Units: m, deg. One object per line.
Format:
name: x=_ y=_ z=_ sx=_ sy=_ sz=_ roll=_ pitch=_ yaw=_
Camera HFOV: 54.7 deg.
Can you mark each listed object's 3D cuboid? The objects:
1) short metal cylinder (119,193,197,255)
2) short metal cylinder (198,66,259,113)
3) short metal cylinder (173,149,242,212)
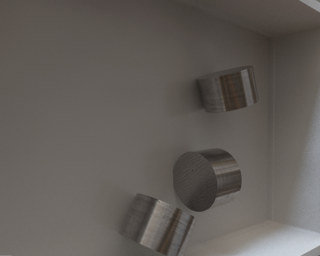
short metal cylinder: x=-0.002 y=0.118 z=0.371 sx=0.080 sy=0.080 sz=0.050 roll=38 pitch=67 yaw=-34
short metal cylinder: x=0.100 y=-0.058 z=0.458 sx=0.081 sy=0.080 sz=0.050 roll=-24 pitch=106 yaw=-38
short metal cylinder: x=0.064 y=0.070 z=0.427 sx=0.050 sy=0.080 sz=0.079 roll=-4 pitch=93 yaw=-40
